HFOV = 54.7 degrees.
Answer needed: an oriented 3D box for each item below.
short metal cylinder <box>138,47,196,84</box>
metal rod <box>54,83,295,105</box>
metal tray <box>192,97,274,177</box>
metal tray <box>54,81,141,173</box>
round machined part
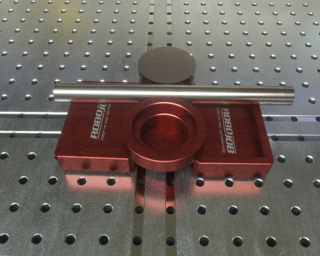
[{"bbox_3d":[0.010,-0.073,0.447,0.081,0.050,0.080,0,50,0],"label":"short metal cylinder"},{"bbox_3d":[0.018,-0.044,0.400,0.302,0.025,0.025,1,50,0],"label":"metal rod"},{"bbox_3d":[0.085,0.000,0.400,0.091,0.030,0.130,1,50,0],"label":"metal tray"},{"bbox_3d":[-0.073,-0.007,0.403,0.091,0.030,0.130,2,50,2],"label":"metal tray"},{"bbox_3d":[0.005,0.011,0.370,0.099,0.042,0.098,0,50,0],"label":"round machined part"}]
